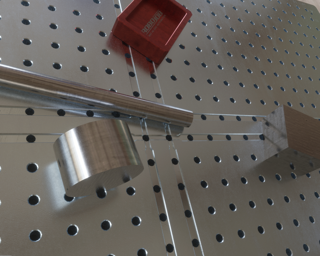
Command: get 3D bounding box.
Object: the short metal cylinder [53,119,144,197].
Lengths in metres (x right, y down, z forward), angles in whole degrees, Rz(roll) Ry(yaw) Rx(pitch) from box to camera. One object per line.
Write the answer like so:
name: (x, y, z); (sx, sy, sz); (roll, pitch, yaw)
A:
short metal cylinder: (-0.063, 0.032, 0.320); (0.081, 0.080, 0.050); (-9, 67, -33)

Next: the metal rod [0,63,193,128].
metal rod: (-0.096, -0.042, 0.382); (0.302, 0.025, 0.025); (12, 57, -22)

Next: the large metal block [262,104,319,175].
large metal block: (0.216, 0.020, 0.499); (0.080, 0.050, 0.080); (20, 54, -17)

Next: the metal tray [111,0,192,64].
metal tray: (-0.009, -0.173, 0.507); (0.090, 0.030, 0.130); (33, 51, -7)
